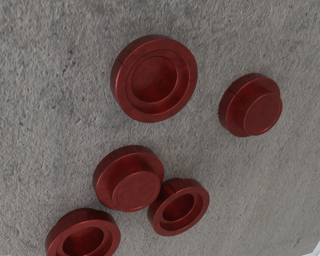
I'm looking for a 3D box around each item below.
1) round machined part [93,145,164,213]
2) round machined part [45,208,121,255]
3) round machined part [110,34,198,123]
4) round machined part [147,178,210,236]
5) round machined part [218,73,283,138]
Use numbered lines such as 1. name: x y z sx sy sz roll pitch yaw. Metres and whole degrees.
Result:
1. round machined part: -0.038 0.075 0.422 0.099 0.042 0.097 -14 124 -21
2. round machined part: -0.108 0.151 0.430 0.099 0.042 0.097 -14 124 -21
3. round machined part: -0.010 -0.058 0.354 0.099 0.042 0.097 -14 124 -21
4. round machined part: 0.024 0.116 0.479 0.099 0.042 0.097 -16 127 -22
5. round machined part: 0.138 -0.028 0.454 0.099 0.042 0.097 -14 124 -21
